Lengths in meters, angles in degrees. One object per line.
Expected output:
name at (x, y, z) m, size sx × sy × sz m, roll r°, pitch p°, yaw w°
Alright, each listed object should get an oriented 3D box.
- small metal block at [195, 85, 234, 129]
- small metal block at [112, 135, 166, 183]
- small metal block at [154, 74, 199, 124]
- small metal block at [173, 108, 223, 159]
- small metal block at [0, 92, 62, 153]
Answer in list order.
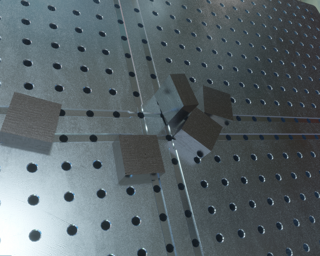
small metal block at (0.082, -0.032, 0.474) m, size 0.050 × 0.025 × 0.050 m, roll 15°, pitch 56°, yaw -20°
small metal block at (-0.026, 0.036, 0.373) m, size 0.050 × 0.025 × 0.050 m, roll 1°, pitch 62°, yaw -28°
small metal block at (0.022, -0.040, 0.430) m, size 0.025 × 0.050 × 0.050 m, roll -9°, pitch 66°, yaw -32°
small metal block at (0.054, 0.006, 0.436) m, size 0.050 × 0.025 × 0.050 m, roll 37°, pitch 51°, yaw -4°
small metal block at (-0.140, -0.006, 0.337) m, size 0.050 × 0.025 × 0.050 m, roll 15°, pitch 55°, yaw -20°
